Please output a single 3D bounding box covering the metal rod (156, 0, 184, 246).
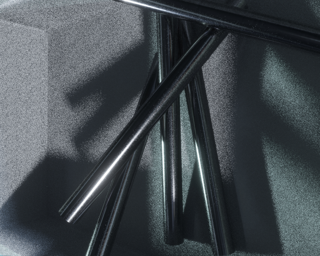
[{"bbox_3d":[0.013,-0.005,0.378,0.025,0.025,0.298,3,97,40],"label":"metal rod"}]

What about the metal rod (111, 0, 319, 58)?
[{"bbox_3d":[0.053,-0.116,0.316,0.301,0.025,0.025,24,106,22],"label":"metal rod"}]

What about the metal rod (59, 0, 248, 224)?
[{"bbox_3d":[-0.007,-0.020,0.340,0.025,0.025,0.300,39,91,33],"label":"metal rod"}]

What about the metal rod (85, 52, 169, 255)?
[{"bbox_3d":[-0.037,0.044,0.361,0.025,0.025,0.299,3,67,40],"label":"metal rod"}]

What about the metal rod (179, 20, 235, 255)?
[{"bbox_3d":[0.048,-0.007,0.366,0.025,0.025,0.298,-15,80,39],"label":"metal rod"}]
